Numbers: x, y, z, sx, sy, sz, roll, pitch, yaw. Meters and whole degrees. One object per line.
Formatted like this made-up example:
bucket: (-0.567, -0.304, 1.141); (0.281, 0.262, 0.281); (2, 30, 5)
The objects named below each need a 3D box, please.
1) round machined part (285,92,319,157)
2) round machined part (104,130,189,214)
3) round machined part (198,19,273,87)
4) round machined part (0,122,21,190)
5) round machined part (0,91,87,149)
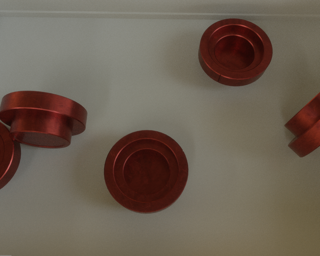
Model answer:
round machined part: (0.192, -0.013, 0.377); (0.098, 0.098, 0.042); (-39, 75, -13)
round machined part: (-0.016, 0.055, 0.380); (0.099, 0.042, 0.098); (0, 70, 0)
round machined part: (0.103, -0.102, 0.438); (0.099, 0.042, 0.098); (0, 70, 0)
round machined part: (-0.222, 0.038, 0.385); (0.099, 0.042, 0.098); (0, 71, 0)
round machined part: (-0.140, -0.004, 0.372); (0.099, 0.098, 0.042); (2, 70, 1)
